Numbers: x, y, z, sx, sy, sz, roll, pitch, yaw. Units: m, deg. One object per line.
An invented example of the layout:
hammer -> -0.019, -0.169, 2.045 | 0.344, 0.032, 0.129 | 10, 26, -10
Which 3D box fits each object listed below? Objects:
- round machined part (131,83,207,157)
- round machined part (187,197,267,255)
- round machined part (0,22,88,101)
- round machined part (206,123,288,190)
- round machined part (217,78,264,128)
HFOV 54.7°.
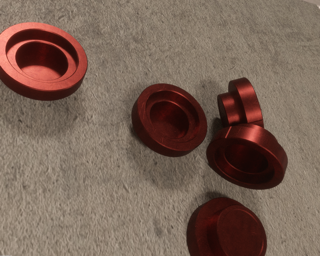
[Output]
round machined part -> 0.009, -0.006, 0.403 | 0.099, 0.042, 0.098 | 14, 56, -21
round machined part -> 0.084, 0.128, 0.362 | 0.099, 0.042, 0.098 | 14, 56, -21
round machined part -> -0.139, -0.072, 0.363 | 0.099, 0.042, 0.098 | 14, 56, -21
round machined part -> 0.113, 0.032, 0.399 | 0.098, 0.098, 0.042 | 37, 55, -4
round machined part -> 0.111, -0.020, 0.444 | 0.042, 0.098, 0.098 | -14, 64, 4
